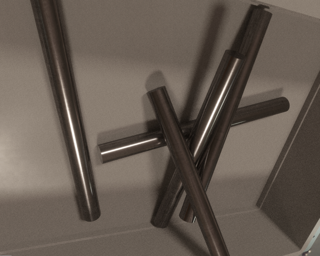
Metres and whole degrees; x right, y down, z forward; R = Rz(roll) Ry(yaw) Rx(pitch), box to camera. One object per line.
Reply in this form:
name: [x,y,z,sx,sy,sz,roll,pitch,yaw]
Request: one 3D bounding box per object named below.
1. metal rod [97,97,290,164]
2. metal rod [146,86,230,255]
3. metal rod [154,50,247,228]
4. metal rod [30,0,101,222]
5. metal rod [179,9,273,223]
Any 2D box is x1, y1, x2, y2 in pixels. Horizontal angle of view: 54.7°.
metal rod: [0.061,-0.002,0.442,0.302,0.025,0.025,-15,125,-21]
metal rod: [0.049,0.088,0.414,0.025,0.025,0.298,-25,104,-14]
metal rod: [0.043,0.036,0.427,0.025,0.025,0.298,-1,128,-28]
metal rod: [-0.100,-0.004,0.352,0.025,0.025,0.298,-16,125,-20]
metal rod: [0.085,-0.008,0.421,0.025,0.025,0.298,10,104,-33]
